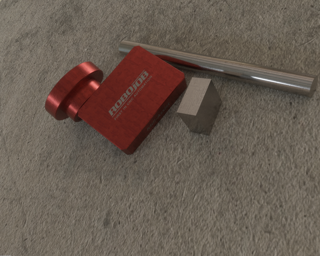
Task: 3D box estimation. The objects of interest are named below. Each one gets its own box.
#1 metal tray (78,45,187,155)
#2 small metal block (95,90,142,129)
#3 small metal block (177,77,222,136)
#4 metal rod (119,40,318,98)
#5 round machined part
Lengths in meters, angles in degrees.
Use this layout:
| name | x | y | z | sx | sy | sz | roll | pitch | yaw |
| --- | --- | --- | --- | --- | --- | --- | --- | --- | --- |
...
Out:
| name | x | y | z | sx | sy | sz | roll | pitch | yaw |
| --- | --- | --- | --- | --- | --- | --- | --- | --- | --- |
| metal tray | -0.037 | -0.040 | 0.426 | 0.090 | 0.030 | 0.130 | 36 | 81 | 20 |
| small metal block | -0.060 | -0.027 | 0.450 | 0.050 | 0.025 | 0.050 | 1 | 62 | 28 |
| small metal block | 0.050 | -0.026 | 0.377 | 0.025 | 0.050 | 0.050 | 12 | 68 | 33 |
| metal rod | 0.055 | -0.090 | 0.428 | 0.300 | 0.025 | 0.025 | 21 | 73 | 35 |
| round machined part | -0.117 | -0.047 | 0.458 | 0.042 | 0.098 | 0.098 | 41 | 84 | 2 |
